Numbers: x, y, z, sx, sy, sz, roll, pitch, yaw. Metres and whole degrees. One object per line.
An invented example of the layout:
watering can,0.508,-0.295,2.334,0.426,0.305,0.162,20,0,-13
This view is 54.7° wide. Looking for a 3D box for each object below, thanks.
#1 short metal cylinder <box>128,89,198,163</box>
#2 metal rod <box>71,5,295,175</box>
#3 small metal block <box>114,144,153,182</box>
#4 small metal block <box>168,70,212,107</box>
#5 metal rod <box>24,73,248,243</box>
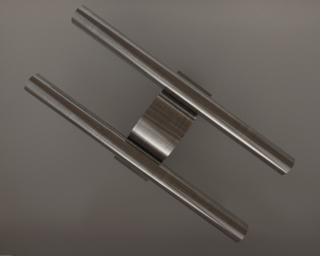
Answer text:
short metal cylinder,0.003,-0.003,0.382,0.050,0.080,0.080,37,90,-1
metal rod,0.027,-0.043,0.360,0.301,0.025,0.025,36,90,-1
small metal block,-0.028,0.040,0.397,0.050,0.050,0.025,37,90,-1
small metal block,0.035,-0.045,0.397,0.050,0.050,0.025,37,90,-1
metal rod,-0.027,0.035,0.361,0.301,0.025,0.025,36,90,0
